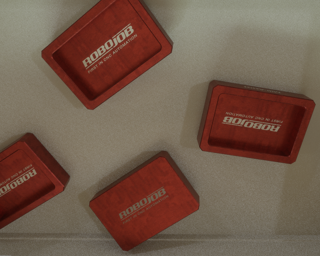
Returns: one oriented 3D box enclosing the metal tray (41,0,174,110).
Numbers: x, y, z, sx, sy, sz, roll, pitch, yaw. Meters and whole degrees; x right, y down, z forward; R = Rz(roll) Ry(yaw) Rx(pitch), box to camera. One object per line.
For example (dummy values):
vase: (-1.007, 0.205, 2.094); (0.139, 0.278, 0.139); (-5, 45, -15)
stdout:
metal tray: (-0.061, -0.093, 0.367); (0.130, 0.030, 0.090); (-33, 107, 17)

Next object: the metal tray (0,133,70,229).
metal tray: (-0.207, 0.077, 0.434); (0.130, 0.030, 0.090); (-32, 107, 11)

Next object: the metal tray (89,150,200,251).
metal tray: (-0.021, 0.103, 0.437); (0.130, 0.030, 0.090); (-34, 96, 11)

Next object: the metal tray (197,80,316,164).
metal tray: (0.122, -0.007, 0.406); (0.131, 0.030, 0.089); (9, 110, -4)
